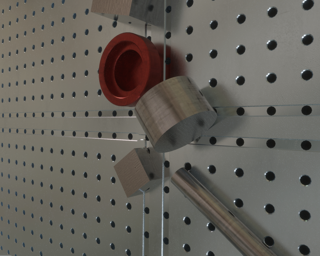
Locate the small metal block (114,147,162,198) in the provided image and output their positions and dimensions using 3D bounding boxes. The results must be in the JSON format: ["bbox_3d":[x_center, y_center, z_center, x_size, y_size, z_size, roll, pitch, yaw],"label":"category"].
[{"bbox_3d":[-0.032,0.062,0.434,0.050,0.025,0.050,-42,65,32],"label":"small metal block"}]

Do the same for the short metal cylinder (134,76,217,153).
[{"bbox_3d":[0.018,-0.014,0.357,0.080,0.081,0.050,-44,64,31],"label":"short metal cylinder"}]

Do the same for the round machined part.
[{"bbox_3d":[-0.036,-0.078,0.426,0.098,0.042,0.097,0,90,39],"label":"round machined part"}]

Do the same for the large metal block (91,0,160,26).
[{"bbox_3d":[-0.044,-0.191,0.427,0.080,0.050,0.079,21,103,37],"label":"large metal block"}]

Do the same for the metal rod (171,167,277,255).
[{"bbox_3d":[0.118,0.145,0.311,0.300,0.025,0.025,42,115,31],"label":"metal rod"}]
